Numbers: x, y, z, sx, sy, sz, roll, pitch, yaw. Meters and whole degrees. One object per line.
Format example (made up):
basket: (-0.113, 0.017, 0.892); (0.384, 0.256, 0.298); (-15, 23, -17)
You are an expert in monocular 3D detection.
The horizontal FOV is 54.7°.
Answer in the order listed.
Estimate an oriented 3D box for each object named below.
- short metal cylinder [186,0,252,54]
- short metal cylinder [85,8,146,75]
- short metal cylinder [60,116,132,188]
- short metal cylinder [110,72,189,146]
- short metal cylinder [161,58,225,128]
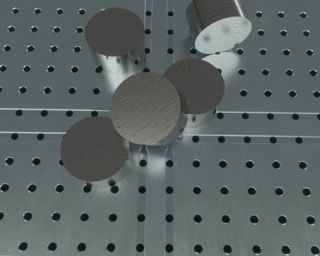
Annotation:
short metal cylinder: (0.082, -0.149, 0.437); (0.081, 0.080, 0.050); (-13, 71, -5)
short metal cylinder: (-0.061, -0.123, 0.443); (0.081, 0.050, 0.080); (0, 70, 0)
short metal cylinder: (-0.076, 0.031, 0.386); (0.081, 0.050, 0.080); (0, 70, 0)
short metal cylinder: (-0.011, -0.020, 0.361); (0.080, 0.050, 0.080); (-1, 84, 14)
short metal cylinder: (0.042, -0.046, 0.415); (0.081, 0.050, 0.080); (0, 70, 0)
